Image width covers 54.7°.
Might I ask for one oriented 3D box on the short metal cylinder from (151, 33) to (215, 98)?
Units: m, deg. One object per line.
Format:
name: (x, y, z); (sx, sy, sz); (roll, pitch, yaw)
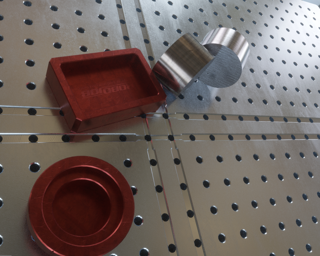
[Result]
short metal cylinder: (0.033, -0.089, 0.445); (0.050, 0.080, 0.080); (44, 51, 2)

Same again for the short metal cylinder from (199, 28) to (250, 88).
short metal cylinder: (0.096, -0.111, 0.492); (0.080, 0.080, 0.050); (35, 51, -5)

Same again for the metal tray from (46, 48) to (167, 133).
metal tray: (-0.066, -0.054, 0.401); (0.131, 0.030, 0.090); (-18, 71, -35)

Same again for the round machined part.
round machined part: (-0.079, 0.080, 0.306); (0.099, 0.042, 0.098); (14, 56, -21)
